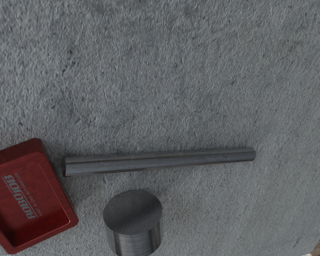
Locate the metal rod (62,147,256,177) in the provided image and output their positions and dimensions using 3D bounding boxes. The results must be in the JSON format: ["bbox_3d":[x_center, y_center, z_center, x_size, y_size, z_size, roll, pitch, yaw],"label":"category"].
[{"bbox_3d":[0.017,0.045,0.444,0.303,0.025,0.025,-1,119,-28],"label":"metal rod"}]

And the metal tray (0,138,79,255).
[{"bbox_3d":[-0.161,0.084,0.367,0.091,0.030,0.129,-23,127,-15],"label":"metal tray"}]

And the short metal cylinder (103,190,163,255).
[{"bbox_3d":[-0.036,0.133,0.434,0.081,0.080,0.050,-15,125,-20],"label":"short metal cylinder"}]
